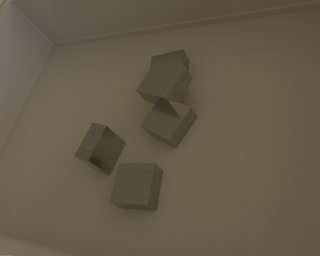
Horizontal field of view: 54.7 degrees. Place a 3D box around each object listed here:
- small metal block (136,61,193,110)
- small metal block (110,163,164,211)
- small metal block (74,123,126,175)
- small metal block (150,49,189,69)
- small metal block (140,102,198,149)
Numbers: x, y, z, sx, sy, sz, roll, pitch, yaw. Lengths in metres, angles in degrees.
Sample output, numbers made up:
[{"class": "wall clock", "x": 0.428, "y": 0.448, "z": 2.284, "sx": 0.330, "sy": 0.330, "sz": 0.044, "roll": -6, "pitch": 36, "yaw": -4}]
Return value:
[{"class": "small metal block", "x": 0.006, "y": -0.057, "z": 0.404, "sx": 0.050, "sy": 0.025, "sz": 0.050, "roll": 19, "pitch": 72, "yaw": 35}, {"class": "small metal block", "x": -0.027, "y": 0.071, "z": 0.376, "sx": 0.050, "sy": 0.025, "sz": 0.050, "roll": -4, "pitch": 60, "yaw": 26}, {"class": "small metal block", "x": -0.078, "y": 0.028, "z": 0.412, "sx": 0.025, "sy": 0.050, "sz": 0.050, "roll": 12, "pitch": 68, "yaw": 33}, {"class": "small metal block", "x": 0.013, "y": -0.082, "z": 0.448, "sx": 0.050, "sy": 0.025, "sz": 0.050, "roll": -8, "pitch": 58, "yaw": 24}, {"class": "small metal block", "x": 0.012, "y": -0.008, "z": 0.404, "sx": 0.050, "sy": 0.025, "sz": 0.050, "roll": 26, "pitch": 76, "yaw": 36}]
